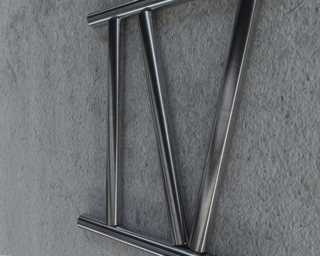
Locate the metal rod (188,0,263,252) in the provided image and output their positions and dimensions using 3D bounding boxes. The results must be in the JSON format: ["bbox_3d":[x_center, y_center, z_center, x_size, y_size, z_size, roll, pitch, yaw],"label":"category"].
[{"bbox_3d":[0.072,-0.005,0.345,0.025,0.025,0.298,17,101,38],"label":"metal rod"}]

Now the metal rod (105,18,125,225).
[{"bbox_3d":[-0.066,-0.009,0.458,0.025,0.025,0.298,1,91,39],"label":"metal rod"}]

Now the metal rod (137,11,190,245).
[{"bbox_3d":[0.004,-0.006,0.400,0.025,0.025,0.298,-15,81,39],"label":"metal rod"}]

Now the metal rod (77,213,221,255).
[{"bbox_3d":[-0.009,0.155,0.410,0.300,0.025,0.025,2,91,39],"label":"metal rod"}]

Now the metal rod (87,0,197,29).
[{"bbox_3d":[0.011,-0.167,0.396,0.300,0.025,0.025,2,91,39],"label":"metal rod"}]
